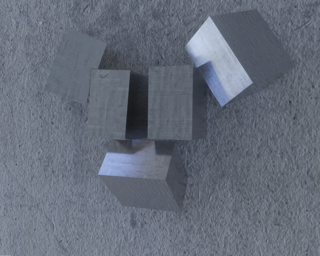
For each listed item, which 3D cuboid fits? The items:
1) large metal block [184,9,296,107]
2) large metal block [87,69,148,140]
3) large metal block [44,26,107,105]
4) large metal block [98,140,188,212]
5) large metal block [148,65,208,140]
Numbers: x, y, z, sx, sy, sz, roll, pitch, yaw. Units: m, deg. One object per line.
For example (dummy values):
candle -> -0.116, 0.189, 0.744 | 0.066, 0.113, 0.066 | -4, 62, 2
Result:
large metal block -> 0.088, -0.079, 0.343 | 0.080, 0.081, 0.050 | 61, 144, 10
large metal block -> -0.047, -0.028, 0.397 | 0.050, 0.080, 0.079 | 5, 92, 19
large metal block -> -0.111, -0.083, 0.409 | 0.050, 0.080, 0.080 | 19, 98, -18
large metal block -> -0.016, 0.059, 0.379 | 0.080, 0.080, 0.050 | 1, 51, 20
large metal block -> 0.024, -0.027, 0.372 | 0.050, 0.080, 0.079 | 1, 90, 20
